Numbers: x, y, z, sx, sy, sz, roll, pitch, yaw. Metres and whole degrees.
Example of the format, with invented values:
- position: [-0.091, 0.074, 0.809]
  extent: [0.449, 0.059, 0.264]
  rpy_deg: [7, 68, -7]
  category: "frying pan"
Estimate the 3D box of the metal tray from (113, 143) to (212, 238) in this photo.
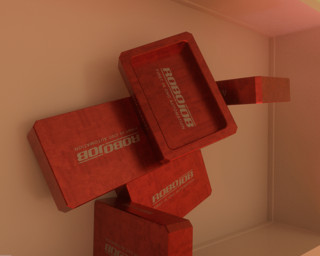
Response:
- position: [0.009, 0.078, 0.413]
  extent: [0.131, 0.030, 0.089]
  rpy_deg: [-28, 108, -37]
  category: "metal tray"

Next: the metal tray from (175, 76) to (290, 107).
- position: [0.091, -0.045, 0.411]
  extent: [0.091, 0.130, 0.030]
  rpy_deg: [-7, 95, -47]
  category: "metal tray"

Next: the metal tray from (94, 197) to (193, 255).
- position: [-0.024, 0.128, 0.320]
  extent: [0.030, 0.130, 0.089]
  rpy_deg: [2, 89, -40]
  category: "metal tray"

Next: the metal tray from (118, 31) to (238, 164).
- position: [0.018, -0.035, 0.351]
  extent: [0.091, 0.030, 0.129]
  rpy_deg: [-22, 82, -14]
  category: "metal tray"

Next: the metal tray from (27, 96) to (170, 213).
- position: [-0.060, 0.022, 0.334]
  extent: [0.131, 0.030, 0.090]
  rpy_deg: [-20, 81, -38]
  category: "metal tray"
